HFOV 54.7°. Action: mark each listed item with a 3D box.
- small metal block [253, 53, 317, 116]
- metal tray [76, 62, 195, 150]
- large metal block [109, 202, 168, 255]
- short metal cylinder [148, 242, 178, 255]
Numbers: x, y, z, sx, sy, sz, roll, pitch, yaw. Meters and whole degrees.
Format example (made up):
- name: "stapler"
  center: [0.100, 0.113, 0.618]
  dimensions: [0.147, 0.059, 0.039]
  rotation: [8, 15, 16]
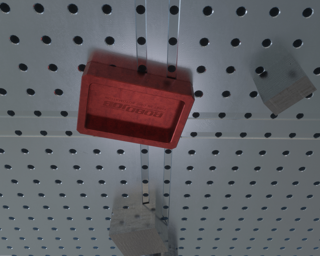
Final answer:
- name: "small metal block"
  center: [0.140, -0.050, 0.354]
  dimensions: [0.050, 0.050, 0.025]
  rotation: [-37, 121, 27]
- name: "metal tray"
  center: [-0.032, -0.024, 0.387]
  dimensions: [0.131, 0.030, 0.089]
  rotation: [10, 129, -9]
- name: "large metal block"
  center: [-0.035, 0.183, 0.550]
  dimensions: [0.080, 0.050, 0.080]
  rotation: [-13, 129, 10]
- name: "short metal cylinder"
  center: [-0.003, 0.270, 0.625]
  dimensions: [0.081, 0.050, 0.079]
  rotation: [0, 130, 0]
